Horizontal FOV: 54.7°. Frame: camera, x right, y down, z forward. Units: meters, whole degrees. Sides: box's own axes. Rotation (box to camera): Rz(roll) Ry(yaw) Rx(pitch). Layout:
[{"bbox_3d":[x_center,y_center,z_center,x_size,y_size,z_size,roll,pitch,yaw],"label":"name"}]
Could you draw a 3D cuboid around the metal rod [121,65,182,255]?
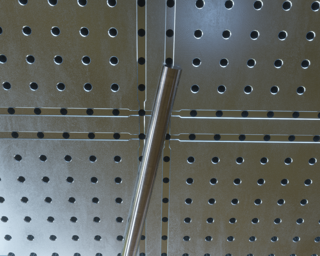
[{"bbox_3d":[-0.016,0.061,0.435,0.025,0.025,0.298,12,110,-5],"label":"metal rod"}]
